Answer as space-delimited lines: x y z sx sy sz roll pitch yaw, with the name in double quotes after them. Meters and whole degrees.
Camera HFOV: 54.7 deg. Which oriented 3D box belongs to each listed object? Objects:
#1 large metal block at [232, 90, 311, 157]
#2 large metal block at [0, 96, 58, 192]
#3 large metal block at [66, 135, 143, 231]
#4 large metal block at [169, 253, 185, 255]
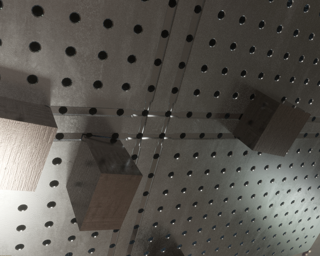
0.176 -0.006 0.491 0.081 0.050 0.079 12 112 -34 "large metal block"
-0.161 0.015 0.317 0.081 0.050 0.079 13 112 -34 "large metal block"
-0.072 0.066 0.378 0.050 0.080 0.079 10 114 -33 "large metal block"
0.021 0.285 0.566 0.081 0.080 0.050 3 117 -30 "large metal block"
